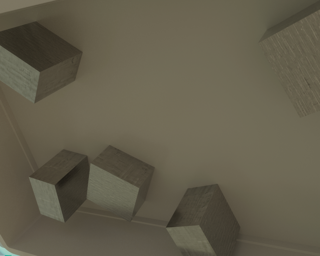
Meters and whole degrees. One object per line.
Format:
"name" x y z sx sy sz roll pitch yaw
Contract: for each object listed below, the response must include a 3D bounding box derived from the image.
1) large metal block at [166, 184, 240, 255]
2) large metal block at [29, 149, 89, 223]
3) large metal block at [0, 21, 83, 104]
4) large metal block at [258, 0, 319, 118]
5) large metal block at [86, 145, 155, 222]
"large metal block" 0.062 0.136 0.424 0.050 0.080 0.080 -18 109 35
"large metal block" -0.160 0.094 0.516 0.050 0.080 0.079 12 123 22
"large metal block" -0.163 -0.088 0.405 0.080 0.080 0.050 34 129 6
"large metal block" 0.147 -0.067 0.273 0.080 0.050 0.080 -25 105 37
"large metal block" -0.062 0.085 0.478 0.080 0.050 0.079 25 127 12
